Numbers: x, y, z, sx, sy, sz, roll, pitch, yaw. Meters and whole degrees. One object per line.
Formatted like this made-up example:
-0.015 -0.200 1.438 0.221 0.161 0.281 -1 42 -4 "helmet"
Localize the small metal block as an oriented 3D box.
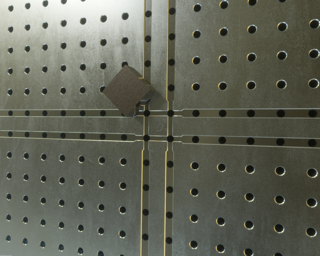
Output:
-0.042 -0.050 0.428 0.050 0.025 0.050 47 104 14 "small metal block"
